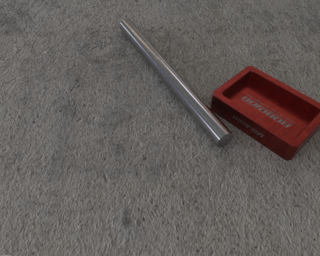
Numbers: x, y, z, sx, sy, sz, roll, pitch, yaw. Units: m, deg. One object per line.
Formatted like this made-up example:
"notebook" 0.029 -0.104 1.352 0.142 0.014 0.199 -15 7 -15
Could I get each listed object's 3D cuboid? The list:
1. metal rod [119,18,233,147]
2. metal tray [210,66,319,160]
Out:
"metal rod" 0.010 -0.085 0.474 0.025 0.025 0.300 -23 54 -18
"metal tray" 0.147 -0.026 0.422 0.091 0.030 0.130 -37 59 -27
